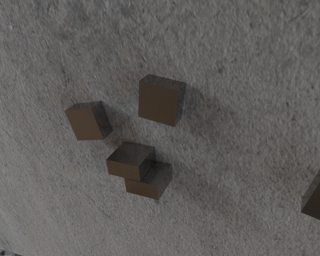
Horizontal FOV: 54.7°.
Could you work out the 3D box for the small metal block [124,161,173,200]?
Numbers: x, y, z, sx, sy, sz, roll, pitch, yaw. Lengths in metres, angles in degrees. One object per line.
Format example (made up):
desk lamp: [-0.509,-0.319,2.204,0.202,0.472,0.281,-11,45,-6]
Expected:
small metal block: [-0.015,0.071,0.441,0.050,0.050,0.025,9,122,23]

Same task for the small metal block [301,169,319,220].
small metal block: [0.197,0.082,0.354,0.050,0.025,0.050,21,126,15]

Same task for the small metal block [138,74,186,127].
small metal block: [0.002,-0.034,0.383,0.050,0.025,0.050,16,125,18]

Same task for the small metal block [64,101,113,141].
small metal block: [-0.104,-0.010,0.453,0.050,0.025,0.050,-3,117,29]

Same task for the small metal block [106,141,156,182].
small metal block: [-0.040,0.046,0.438,0.050,0.050,0.025,9,122,23]
